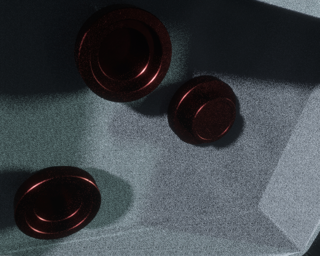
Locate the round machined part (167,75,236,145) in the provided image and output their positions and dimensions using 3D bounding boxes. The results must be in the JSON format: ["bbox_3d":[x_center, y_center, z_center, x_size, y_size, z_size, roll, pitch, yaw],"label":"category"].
[{"bbox_3d":[0.063,-0.018,0.420,0.099,0.042,0.097,-14,124,-21],"label":"round machined part"}]

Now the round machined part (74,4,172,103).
[{"bbox_3d":[-0.041,-0.079,0.326,0.099,0.042,0.097,-14,124,-21],"label":"round machined part"}]

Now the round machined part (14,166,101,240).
[{"bbox_3d":[-0.126,0.086,0.382,0.099,0.042,0.097,-14,124,-21],"label":"round machined part"}]
